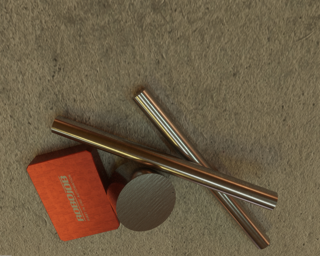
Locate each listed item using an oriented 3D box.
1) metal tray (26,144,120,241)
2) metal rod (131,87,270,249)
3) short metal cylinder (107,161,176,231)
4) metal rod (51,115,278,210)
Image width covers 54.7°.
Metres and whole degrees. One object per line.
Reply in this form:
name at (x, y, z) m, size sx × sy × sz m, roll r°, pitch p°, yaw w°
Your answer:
metal tray at (-0.118, 0.092, 0.440) m, size 0.090 × 0.030 × 0.129 m, roll -15°, pitch 110°, yaw 5°
metal rod at (0.066, 0.066, 0.435) m, size 0.025 × 0.025 × 0.300 m, roll -36°, pitch 107°, yaw 12°
short metal cylinder at (-0.026, 0.089, 0.415) m, size 0.081 × 0.050 × 0.079 m, roll -6°, pitch 106°, yaw -22°
metal rod at (0.006, 0.045, 0.405) m, size 0.301 × 0.025 × 0.025 m, roll 19°, pitch 109°, yaw 0°
